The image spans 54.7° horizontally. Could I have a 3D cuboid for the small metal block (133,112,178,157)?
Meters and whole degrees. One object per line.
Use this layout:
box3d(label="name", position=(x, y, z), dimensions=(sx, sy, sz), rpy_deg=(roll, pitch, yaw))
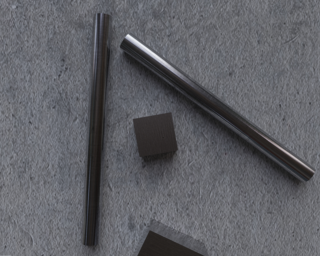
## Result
box3d(label="small metal block", position=(-0.006, 0.008, 0.410), dimensions=(0.050, 0.025, 0.050), rpy_deg=(-10, 90, -1))

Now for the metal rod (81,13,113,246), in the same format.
box3d(label="metal rod", position=(-0.083, 0.002, 0.408), dimensions=(0.025, 0.025, 0.298), rpy_deg=(3, 90, -1))

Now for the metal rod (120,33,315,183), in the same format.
box3d(label="metal rod", position=(0.076, -0.026, 0.410), dimensions=(0.301, 0.025, 0.025), rpy_deg=(36, 90, -1))

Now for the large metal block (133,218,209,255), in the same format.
box3d(label="large metal block", position=(0.006, 0.176, 0.398), dimensions=(0.080, 0.050, 0.080), rpy_deg=(26, 90, -1))
